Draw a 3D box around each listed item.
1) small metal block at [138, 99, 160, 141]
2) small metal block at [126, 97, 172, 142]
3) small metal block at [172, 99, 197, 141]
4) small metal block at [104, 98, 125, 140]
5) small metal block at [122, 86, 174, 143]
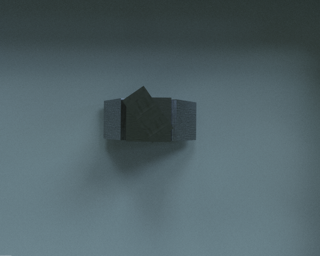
[{"bbox_3d":[-0.013,-0.009,0.397,0.025,0.050,0.050,1,90,0],"label":"small metal block"},{"bbox_3d":[-0.013,-0.009,0.359,0.050,0.025,0.050,1,90,0],"label":"small metal block"},{"bbox_3d":[0.023,-0.009,0.395,0.025,0.050,0.050,1,90,34],"label":"small metal block"},{"bbox_3d":[-0.050,-0.011,0.394,0.025,0.050,0.050,1,90,-34],"label":"small metal block"},{"bbox_3d":[-0.011,-0.013,0.321,0.025,0.050,0.050,-35,90,1],"label":"small metal block"}]
